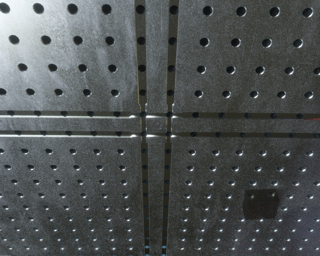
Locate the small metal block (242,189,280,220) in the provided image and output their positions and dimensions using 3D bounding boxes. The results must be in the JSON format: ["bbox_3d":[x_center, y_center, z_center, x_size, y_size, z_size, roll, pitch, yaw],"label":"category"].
[{"bbox_3d":[0.170,0.130,0.524,0.050,0.025,0.050,-3,130,2],"label":"small metal block"}]
